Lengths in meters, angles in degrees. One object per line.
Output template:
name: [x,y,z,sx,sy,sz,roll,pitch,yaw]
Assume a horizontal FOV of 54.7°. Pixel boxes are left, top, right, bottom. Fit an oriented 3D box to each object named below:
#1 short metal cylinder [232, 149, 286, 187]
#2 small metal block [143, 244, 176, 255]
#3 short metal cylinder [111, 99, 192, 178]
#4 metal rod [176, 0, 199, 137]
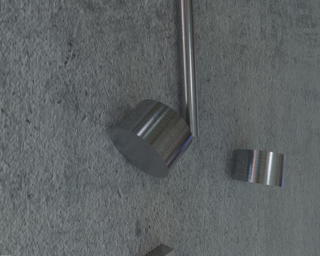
short metal cylinder: [0.161,0.065,0.508,0.081,0.080,0.050,14,81,-40]
small metal block: [-0.003,0.189,0.405,0.050,0.025,0.050,-19,102,-39]
short metal cylinder: [-0.010,0.013,0.363,0.050,0.080,0.080,-50,120,-28]
metal rod: [0.037,-0.137,0.437,0.025,0.025,0.298,-5,93,-40]
